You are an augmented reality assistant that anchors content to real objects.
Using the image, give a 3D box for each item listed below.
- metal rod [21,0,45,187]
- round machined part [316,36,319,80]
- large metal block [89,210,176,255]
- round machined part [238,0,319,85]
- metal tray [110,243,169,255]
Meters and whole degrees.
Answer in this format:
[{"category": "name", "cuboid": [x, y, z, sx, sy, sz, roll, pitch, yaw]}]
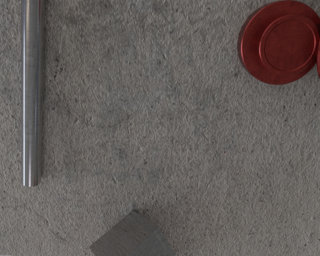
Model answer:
[{"category": "metal rod", "cuboid": [-0.159, -0.062, 0.385, 0.025, 0.025, 0.298, 8, 110, -3]}, {"category": "round machined part", "cuboid": [0.211, -0.086, 0.352, 0.042, 0.099, 0.097, 11, 117, 40]}, {"category": "large metal block", "cuboid": [-0.039, 0.169, 0.426, 0.080, 0.080, 0.050, -36, 109, -23]}, {"category": "round machined part", "cuboid": [0.146, -0.099, 0.366, 0.099, 0.042, 0.097, 0, 110, 0]}, {"category": "metal tray", "cuboid": [-0.031, 0.224, 0.436, 0.090, 0.130, 0.030, -8, 111, 3]}]
